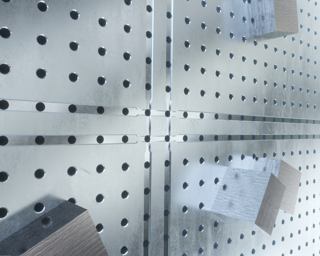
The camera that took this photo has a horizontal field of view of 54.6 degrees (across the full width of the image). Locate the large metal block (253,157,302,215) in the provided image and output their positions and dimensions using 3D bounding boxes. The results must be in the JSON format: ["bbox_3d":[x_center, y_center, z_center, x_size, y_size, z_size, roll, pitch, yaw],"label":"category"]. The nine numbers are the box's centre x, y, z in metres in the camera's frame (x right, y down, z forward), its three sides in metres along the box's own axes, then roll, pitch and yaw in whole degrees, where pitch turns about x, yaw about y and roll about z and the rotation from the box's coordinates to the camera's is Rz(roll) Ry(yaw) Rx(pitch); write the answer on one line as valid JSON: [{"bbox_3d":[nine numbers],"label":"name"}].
[{"bbox_3d":[0.210,0.106,0.567,0.080,0.050,0.080,28,72,-36],"label":"large metal block"}]

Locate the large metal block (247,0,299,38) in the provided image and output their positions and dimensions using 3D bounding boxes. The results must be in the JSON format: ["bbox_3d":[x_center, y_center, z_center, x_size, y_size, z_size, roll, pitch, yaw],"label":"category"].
[{"bbox_3d":[0.205,-0.209,0.563,0.081,0.050,0.080,-12,98,-39],"label":"large metal block"}]

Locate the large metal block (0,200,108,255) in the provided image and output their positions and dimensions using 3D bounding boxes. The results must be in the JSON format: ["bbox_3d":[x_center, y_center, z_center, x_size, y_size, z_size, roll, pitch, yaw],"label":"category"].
[{"bbox_3d":[-0.102,0.132,0.307,0.081,0.050,0.080,-31,109,-36],"label":"large metal block"}]

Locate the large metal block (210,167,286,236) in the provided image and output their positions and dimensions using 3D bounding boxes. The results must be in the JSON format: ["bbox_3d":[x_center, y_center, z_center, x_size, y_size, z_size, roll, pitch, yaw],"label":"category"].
[{"bbox_3d":[0.139,0.112,0.488,0.050,0.080,0.080,40,66,-33],"label":"large metal block"}]
